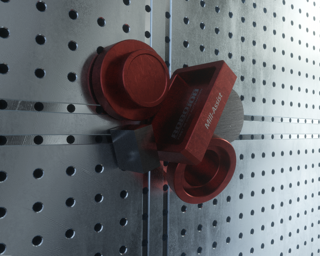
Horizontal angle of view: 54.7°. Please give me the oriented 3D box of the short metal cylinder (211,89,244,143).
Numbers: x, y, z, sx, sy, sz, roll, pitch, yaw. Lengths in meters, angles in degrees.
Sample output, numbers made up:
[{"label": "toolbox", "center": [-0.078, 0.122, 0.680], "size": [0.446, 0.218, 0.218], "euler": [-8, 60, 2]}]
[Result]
[{"label": "short metal cylinder", "center": [0.078, -0.018, 0.453], "size": [0.081, 0.050, 0.079], "euler": [0, 90, -40]}]

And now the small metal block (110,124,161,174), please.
[{"label": "small metal block", "center": [-0.030, 0.023, 0.363], "size": [0.025, 0.050, 0.050], "euler": [-20, 103, -38]}]

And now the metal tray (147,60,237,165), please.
[{"label": "metal tray", "center": [0.033, -0.021, 0.389], "size": [0.030, 0.090, 0.130], "euler": [40, 65, -33]}]

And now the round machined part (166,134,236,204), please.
[{"label": "round machined part", "center": [0.052, 0.051, 0.422], "size": [0.099, 0.042, 0.097], "euler": [-12, 116, -24]}]

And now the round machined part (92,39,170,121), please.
[{"label": "round machined part", "center": [-0.027, -0.057, 0.370], "size": [0.099, 0.042, 0.097], "euler": [0, 90, -40]}]
